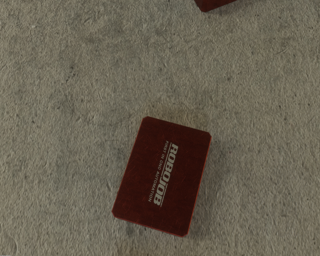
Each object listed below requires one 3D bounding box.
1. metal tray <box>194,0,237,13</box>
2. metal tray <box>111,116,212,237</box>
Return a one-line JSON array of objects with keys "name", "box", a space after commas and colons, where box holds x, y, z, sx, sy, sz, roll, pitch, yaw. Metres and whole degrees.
[{"name": "metal tray", "box": [0.080, -0.257, 0.499, 0.091, 0.030, 0.130, -24, 72, -9]}, {"name": "metal tray", "box": [0.005, 0.058, 0.384, 0.090, 0.030, 0.130, 15, 71, 5]}]
